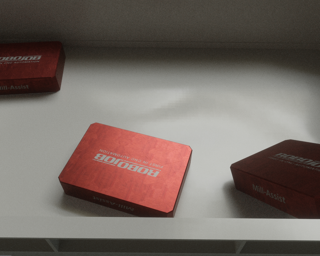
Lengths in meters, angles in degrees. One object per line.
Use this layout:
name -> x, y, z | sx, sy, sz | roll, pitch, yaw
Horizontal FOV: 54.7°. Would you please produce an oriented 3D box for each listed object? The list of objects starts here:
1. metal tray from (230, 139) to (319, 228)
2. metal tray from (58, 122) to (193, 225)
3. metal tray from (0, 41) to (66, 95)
metal tray -> 0.145, 0.048, 0.313 | 0.091, 0.030, 0.130 | -21, 11, -17
metal tray -> -0.037, 0.049, 0.360 | 0.131, 0.030, 0.090 | 14, 51, 11
metal tray -> -0.219, -0.093, 0.477 | 0.131, 0.030, 0.090 | -4, 50, -4
